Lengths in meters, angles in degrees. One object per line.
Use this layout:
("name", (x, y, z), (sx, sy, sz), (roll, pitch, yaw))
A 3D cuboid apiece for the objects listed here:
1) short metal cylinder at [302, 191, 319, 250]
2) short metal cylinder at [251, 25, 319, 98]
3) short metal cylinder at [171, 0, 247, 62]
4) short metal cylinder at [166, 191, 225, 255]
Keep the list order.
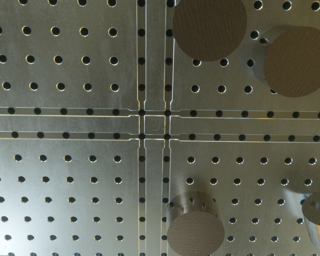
("short metal cylinder", (0.249, 0.131, 0.436), (0.080, 0.080, 0.050), (-20, 109, 7))
("short metal cylinder", (0.157, -0.082, 0.372), (0.081, 0.050, 0.079), (0, 110, -1))
("short metal cylinder", (0.053, -0.120, 0.357), (0.081, 0.050, 0.079), (0, 110, -1))
("short metal cylinder", (0.050, 0.140, 0.453), (0.081, 0.050, 0.079), (0, 110, -1))
